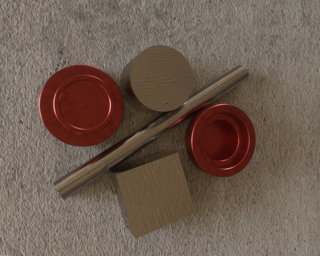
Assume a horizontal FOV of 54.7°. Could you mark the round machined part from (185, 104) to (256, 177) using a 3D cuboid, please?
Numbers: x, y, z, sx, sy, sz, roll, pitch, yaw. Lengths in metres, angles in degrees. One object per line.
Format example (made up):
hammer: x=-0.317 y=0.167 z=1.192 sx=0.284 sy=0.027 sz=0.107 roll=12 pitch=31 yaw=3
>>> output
round machined part: x=0.079 y=0.017 z=0.430 sx=0.099 sy=0.042 sz=0.097 roll=0 pitch=90 yaw=-20

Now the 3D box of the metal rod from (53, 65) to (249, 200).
metal rod: x=0.001 y=-0.003 z=0.411 sx=0.302 sy=0.025 sz=0.025 roll=-33 pitch=101 yaw=-17

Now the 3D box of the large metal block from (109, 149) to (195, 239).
large metal block: x=-0.012 y=0.079 z=0.393 sx=0.081 sy=0.050 sz=0.080 roll=-18 pitch=96 yaw=-19

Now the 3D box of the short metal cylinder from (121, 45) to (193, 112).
short metal cylinder: x=-0.005 y=-0.059 z=0.394 sx=0.081 sy=0.050 sz=0.079 roll=0 pitch=90 yaw=-20

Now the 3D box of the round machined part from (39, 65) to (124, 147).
round machined part: x=-0.091 y=-0.026 z=0.367 sx=0.099 sy=0.042 sz=0.097 roll=0 pitch=90 yaw=-20
